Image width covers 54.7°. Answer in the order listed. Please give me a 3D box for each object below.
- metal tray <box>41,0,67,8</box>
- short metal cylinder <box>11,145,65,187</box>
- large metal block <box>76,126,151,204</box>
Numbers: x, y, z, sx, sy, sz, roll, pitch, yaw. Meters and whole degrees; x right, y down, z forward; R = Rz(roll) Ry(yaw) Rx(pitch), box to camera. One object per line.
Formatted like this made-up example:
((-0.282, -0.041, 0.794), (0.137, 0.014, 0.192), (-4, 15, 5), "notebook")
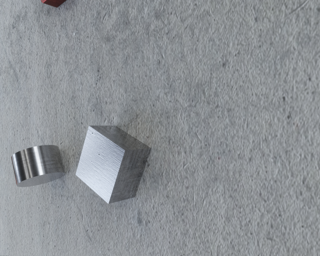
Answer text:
((-0.181, -0.296, 0.550), (0.090, 0.030, 0.129), (-14, 81, 39), "metal tray")
((-0.214, 0.067, 0.546), (0.080, 0.081, 0.050), (-29, 72, 36), "short metal cylinder")
((-0.069, 0.049, 0.445), (0.080, 0.050, 0.079), (29, 108, 36), "large metal block")
